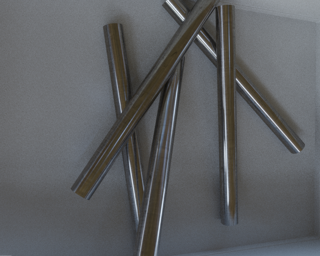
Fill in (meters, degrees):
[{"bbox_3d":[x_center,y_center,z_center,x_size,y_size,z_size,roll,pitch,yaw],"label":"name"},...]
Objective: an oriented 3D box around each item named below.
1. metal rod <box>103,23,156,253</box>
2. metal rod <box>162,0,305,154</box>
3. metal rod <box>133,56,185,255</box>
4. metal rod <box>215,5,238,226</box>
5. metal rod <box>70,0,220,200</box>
[{"bbox_3d":[-0.038,0.020,0.396,0.025,0.025,0.298,-9,93,-20],"label":"metal rod"},{"bbox_3d":[0.115,-0.071,0.452,0.300,0.025,0.025,45,76,-15],"label":"metal rod"},{"bbox_3d":[0.000,0.038,0.354,0.025,0.025,0.299,19,62,-19],"label":"metal rod"},{"bbox_3d":[0.093,-0.011,0.427,0.025,0.025,0.298,-6,98,-20],"label":"metal rod"},{"bbox_3d":[-0.011,-0.049,0.378,0.025,0.025,0.300,36,78,-17],"label":"metal rod"}]
